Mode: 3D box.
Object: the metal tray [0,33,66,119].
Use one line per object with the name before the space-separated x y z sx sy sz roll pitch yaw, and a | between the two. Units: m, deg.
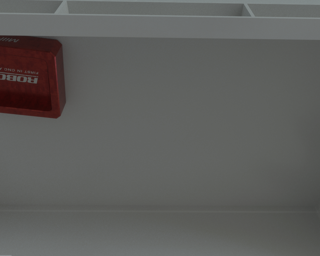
metal tray | -0.179 -0.060 0.352 0.131 0.030 0.089 6 130 -6
